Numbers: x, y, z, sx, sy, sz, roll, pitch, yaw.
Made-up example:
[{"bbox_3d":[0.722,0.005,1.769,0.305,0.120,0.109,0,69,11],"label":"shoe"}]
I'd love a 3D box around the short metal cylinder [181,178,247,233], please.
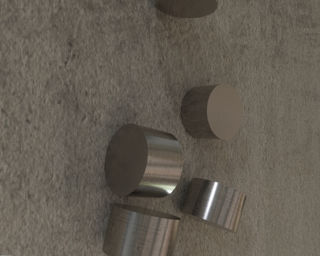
[{"bbox_3d":[0.075,0.108,0.434,0.080,0.080,0.050,34,69,-35],"label":"short metal cylinder"}]

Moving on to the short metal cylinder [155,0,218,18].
[{"bbox_3d":[0.036,-0.183,0.401,0.081,0.080,0.050,8,85,-40],"label":"short metal cylinder"}]

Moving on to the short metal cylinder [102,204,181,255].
[{"bbox_3d":[-0.020,0.120,0.354,0.080,0.080,0.050,21,77,-39],"label":"short metal cylinder"}]

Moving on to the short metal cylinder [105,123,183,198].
[{"bbox_3d":[-0.020,0.039,0.354,0.050,0.080,0.080,15,81,-40],"label":"short metal cylinder"}]

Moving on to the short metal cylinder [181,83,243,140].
[{"bbox_3d":[0.077,-0.023,0.455,0.081,0.050,0.079,0,90,-40],"label":"short metal cylinder"}]
